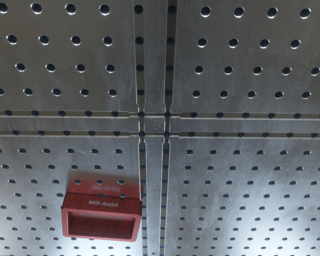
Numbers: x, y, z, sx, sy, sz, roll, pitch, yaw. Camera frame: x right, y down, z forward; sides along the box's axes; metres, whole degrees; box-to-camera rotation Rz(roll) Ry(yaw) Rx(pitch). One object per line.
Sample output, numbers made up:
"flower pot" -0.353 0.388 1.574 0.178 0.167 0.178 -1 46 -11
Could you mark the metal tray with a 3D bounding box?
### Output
"metal tray" -0.101 0.159 0.542 0.131 0.030 0.089 7 130 -7
